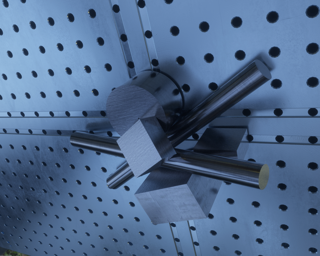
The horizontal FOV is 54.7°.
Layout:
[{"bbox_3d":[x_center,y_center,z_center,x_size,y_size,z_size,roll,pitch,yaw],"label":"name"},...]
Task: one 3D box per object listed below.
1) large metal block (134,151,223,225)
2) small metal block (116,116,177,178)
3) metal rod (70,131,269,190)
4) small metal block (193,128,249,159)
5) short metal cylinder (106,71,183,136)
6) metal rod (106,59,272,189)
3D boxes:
[{"bbox_3d":[0.027,0.074,0.401,0.080,0.080,0.050,-19,108,35],"label":"large metal block"},{"bbox_3d":[-0.017,0.022,0.353,0.050,0.025,0.050,-41,73,39],"label":"small metal block"},{"bbox_3d":[-0.016,0.032,0.389,0.300,0.025,0.025,7,123,40],"label":"metal rod"},{"bbox_3d":[0.073,0.023,0.366,0.050,0.050,0.025,1,119,29],"label":"small metal block"},{"bbox_3d":[-0.019,-0.025,0.385,0.080,0.050,0.079,13,123,21],"label":"short metal cylinder"},{"bbox_3d":[0.015,0.014,0.408,0.025,0.025,0.299,47,129,-5],"label":"metal rod"}]
